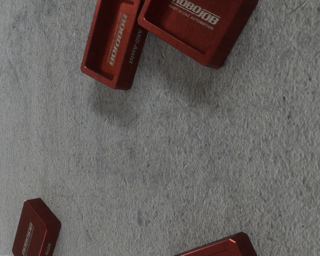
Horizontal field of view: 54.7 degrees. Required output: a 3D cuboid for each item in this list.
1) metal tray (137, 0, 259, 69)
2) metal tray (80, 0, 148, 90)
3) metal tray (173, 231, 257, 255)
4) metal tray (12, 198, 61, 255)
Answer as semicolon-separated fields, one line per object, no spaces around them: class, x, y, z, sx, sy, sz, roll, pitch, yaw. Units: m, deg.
metal tray;0.038;-0.139;0.370;0.130;0.030;0.089;41;115;32
metal tray;-0.066;-0.131;0.455;0.090;0.030;0.129;30;108;36
metal tray;0.058;0.183;0.353;0.130;0.030;0.090;-35;68;34
metal tray;-0.242;0.215;0.602;0.090;0.030;0.129;32;110;35
